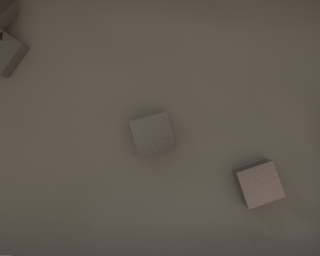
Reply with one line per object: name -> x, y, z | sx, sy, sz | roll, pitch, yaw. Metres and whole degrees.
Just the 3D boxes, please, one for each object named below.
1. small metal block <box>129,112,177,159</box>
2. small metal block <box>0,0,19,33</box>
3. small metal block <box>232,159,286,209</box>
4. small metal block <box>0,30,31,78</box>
small metal block -> -0.009, 0.009, 0.411 | 0.050, 0.025, 0.050 | -14, 90, 0
small metal block -> -0.217, -0.150, 0.389 | 0.050, 0.025, 0.050 | 26, 58, -6
small metal block -> 0.131, 0.074, 0.412 | 0.050, 0.025, 0.050 | -19, 90, 0
small metal block -> -0.212, -0.102, 0.410 | 0.050, 0.025, 0.050 | 35, 90, 0
